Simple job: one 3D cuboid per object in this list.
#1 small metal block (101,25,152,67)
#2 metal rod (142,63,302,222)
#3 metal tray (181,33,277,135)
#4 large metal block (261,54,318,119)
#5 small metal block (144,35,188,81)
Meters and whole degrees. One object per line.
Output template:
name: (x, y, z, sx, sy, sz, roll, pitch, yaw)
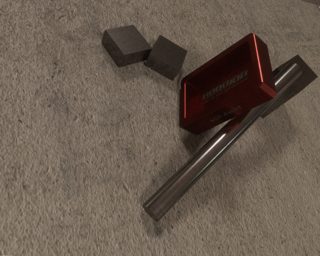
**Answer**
small metal block: (-0.048, -0.120, 0.450, 0.050, 0.025, 0.050, -25, 71, -37)
metal rod: (0.094, 0.004, 0.402, 0.301, 0.025, 0.025, -41, 85, -23)
metal tray: (0.084, -0.055, 0.415, 0.030, 0.130, 0.090, 27, 50, -33)
large metal block: (0.203, -0.070, 0.524, 0.081, 0.080, 0.050, -31, 79, -38)
small metal block: (0.010, -0.108, 0.477, 0.050, 0.025, 0.050, 28, 52, -11)
